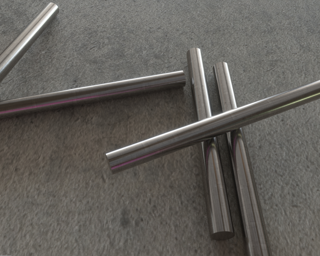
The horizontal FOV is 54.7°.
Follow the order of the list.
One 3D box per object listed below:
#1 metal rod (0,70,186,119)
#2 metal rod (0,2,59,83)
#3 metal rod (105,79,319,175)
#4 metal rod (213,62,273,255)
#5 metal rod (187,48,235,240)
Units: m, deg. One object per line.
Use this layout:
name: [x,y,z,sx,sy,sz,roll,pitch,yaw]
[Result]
metal rod: [-0.111,-0.045,0.439,0.302,0.025,0.025,-11,51,-10]
metal rod: [-0.224,-0.124,0.485,0.025,0.025,0.300,6,45,4]
metal rod: [0.082,-0.008,0.376,0.302,0.025,0.025,-19,53,-16]
metal rod: [0.095,0.022,0.386,0.025,0.025,0.300,0,50,0]
metal rod: [0.059,-0.006,0.408,0.025,0.025,0.300,-1,50,-1]
